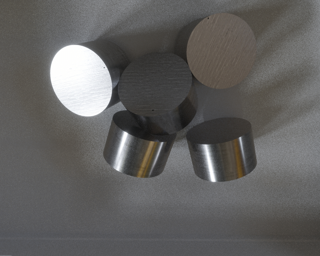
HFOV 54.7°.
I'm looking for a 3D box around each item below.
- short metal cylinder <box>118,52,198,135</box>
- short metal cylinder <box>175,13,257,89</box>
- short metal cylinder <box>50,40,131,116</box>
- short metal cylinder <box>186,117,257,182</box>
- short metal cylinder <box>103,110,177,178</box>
[{"bbox_3d":[0.000,-0.038,0.348,0.080,0.080,0.050,-18,153,6],"label":"short metal cylinder"},{"bbox_3d":[0.062,-0.088,0.357,0.081,0.050,0.079,-3,104,-12],"label":"short metal cylinder"},{"bbox_3d":[-0.078,-0.059,0.361,0.080,0.050,0.079,9,114,21],"label":"short metal cylinder"},{"bbox_3d":[0.078,0.025,0.392,0.080,0.080,0.050,-13,110,4],"label":"short metal cylinder"},{"bbox_3d":[-0.025,0.018,0.387,0.080,0.080,0.050,16,113,-6],"label":"short metal cylinder"}]
